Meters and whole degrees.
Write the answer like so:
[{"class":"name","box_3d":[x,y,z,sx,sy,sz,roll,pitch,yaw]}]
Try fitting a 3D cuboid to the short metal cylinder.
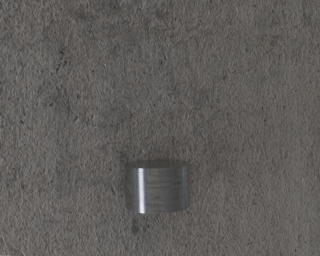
[{"class":"short metal cylinder","box_3d":[-0.003,0.068,0.379,0.081,0.080,0.050,-2,91,-20]}]
